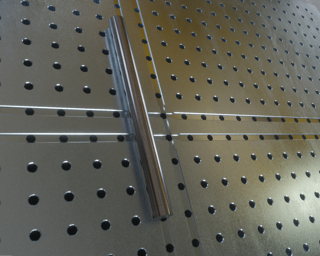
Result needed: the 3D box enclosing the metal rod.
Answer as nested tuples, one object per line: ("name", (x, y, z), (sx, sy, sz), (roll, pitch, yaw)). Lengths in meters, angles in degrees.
("metal rod", (-0.032, -0.031, 0.411), (0.025, 0.025, 0.299), (0, 62, -29))
